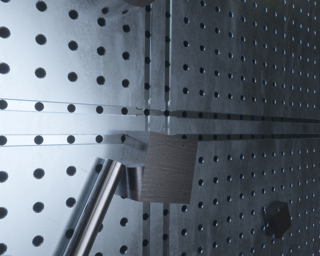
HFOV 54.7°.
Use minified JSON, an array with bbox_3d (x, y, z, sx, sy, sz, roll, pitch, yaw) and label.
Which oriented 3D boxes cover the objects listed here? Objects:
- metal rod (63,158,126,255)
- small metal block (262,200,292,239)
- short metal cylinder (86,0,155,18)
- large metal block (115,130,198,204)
[{"bbox_3d":[-0.105,0.174,0.321,0.025,0.025,0.299,34,69,-35],"label":"metal rod"},{"bbox_3d":[0.227,0.177,0.600,0.050,0.025,0.050,-24,106,-37],"label":"small metal block"},{"bbox_3d":[-0.045,-0.173,0.354,0.081,0.050,0.079,0,90,-40],"label":"short metal cylinder"},{"bbox_3d":[-0.003,0.050,0.391,0.081,0.050,0.080,14,81,-39],"label":"large metal block"}]
